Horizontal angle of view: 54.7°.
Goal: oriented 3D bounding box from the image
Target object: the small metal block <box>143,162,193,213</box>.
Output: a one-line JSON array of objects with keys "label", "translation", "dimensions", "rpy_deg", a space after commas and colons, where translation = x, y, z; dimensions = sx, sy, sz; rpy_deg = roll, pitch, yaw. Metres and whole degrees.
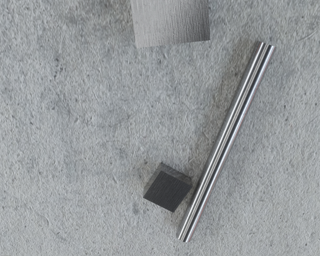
[{"label": "small metal block", "translation": [0.010, 0.085, 0.441], "dimensions": [0.050, 0.025, 0.050], "rpy_deg": [29, 107, -10]}]

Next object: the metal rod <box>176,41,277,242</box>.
[{"label": "metal rod", "translation": [0.082, 0.032, 0.422], "dimensions": [0.025, 0.025, 0.298], "rpy_deg": [17, 109, -6]}]

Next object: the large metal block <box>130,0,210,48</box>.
[{"label": "large metal block", "translation": [0.010, -0.137, 0.346], "dimensions": [0.080, 0.050, 0.079], "rpy_deg": [-6, 110, 2]}]
